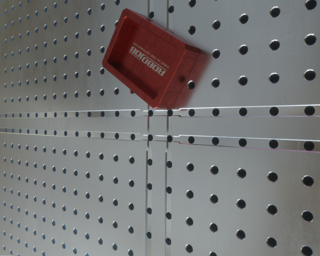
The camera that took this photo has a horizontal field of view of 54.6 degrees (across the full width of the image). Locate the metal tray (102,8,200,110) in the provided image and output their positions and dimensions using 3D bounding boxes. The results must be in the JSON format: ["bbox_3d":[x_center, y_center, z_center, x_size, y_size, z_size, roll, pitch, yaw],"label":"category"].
[{"bbox_3d":[-0.018,-0.095,0.422,0.130,0.030,0.089,41,115,32],"label":"metal tray"}]
